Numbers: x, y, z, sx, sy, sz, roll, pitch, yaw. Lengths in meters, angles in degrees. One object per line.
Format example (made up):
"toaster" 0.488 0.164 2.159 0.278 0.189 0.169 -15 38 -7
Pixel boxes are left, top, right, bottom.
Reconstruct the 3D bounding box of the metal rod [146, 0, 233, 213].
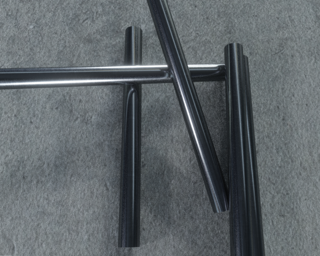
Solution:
"metal rod" 0.033 -0.044 0.390 0.025 0.025 0.299 -16 84 -6

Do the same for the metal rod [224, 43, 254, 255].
"metal rod" 0.095 0.031 0.375 0.025 0.025 0.299 2 71 0

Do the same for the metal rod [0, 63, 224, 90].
"metal rod" -0.053 -0.068 0.400 0.302 0.025 0.025 -4 70 -15

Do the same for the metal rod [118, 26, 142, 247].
"metal rod" -0.037 -0.003 0.408 0.025 0.025 0.299 0 70 -1

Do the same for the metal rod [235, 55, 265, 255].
"metal rod" 0.110 0.042 0.394 0.025 0.025 0.299 1 70 0
